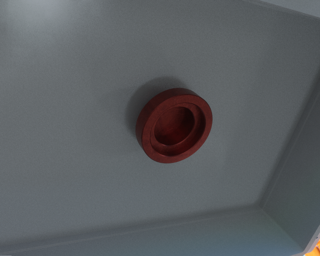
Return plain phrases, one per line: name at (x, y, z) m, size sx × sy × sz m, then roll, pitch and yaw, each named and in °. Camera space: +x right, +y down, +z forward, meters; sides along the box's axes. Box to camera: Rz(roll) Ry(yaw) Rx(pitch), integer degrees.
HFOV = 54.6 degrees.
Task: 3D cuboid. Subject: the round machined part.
round machined part at (0.014, -0.006, 0.397) m, size 0.099 × 0.042 × 0.097 m, roll -14°, pitch 124°, yaw -21°
